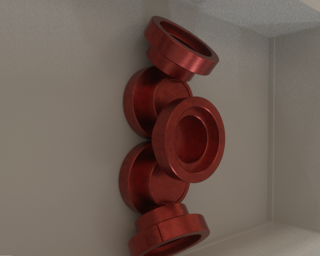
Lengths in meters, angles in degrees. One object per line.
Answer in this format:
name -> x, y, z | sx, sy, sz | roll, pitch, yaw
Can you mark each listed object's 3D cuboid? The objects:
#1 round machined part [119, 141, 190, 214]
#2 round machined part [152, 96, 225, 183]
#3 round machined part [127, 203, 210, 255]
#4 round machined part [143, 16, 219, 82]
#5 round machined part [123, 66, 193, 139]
round machined part -> 0.001, 0.065, 0.395 | 0.099, 0.042, 0.097 | 0, 90, -40
round machined part -> 0.029, 0.013, 0.364 | 0.099, 0.042, 0.097 | 0, 90, -40
round machined part -> 0.008, 0.126, 0.379 | 0.099, 0.098, 0.042 | 8, 47, -40
round machined part -> 0.022, -0.095, 0.390 | 0.099, 0.098, 0.042 | 9, 127, -40
round machined part -> 0.005, -0.032, 0.399 | 0.099, 0.042, 0.097 | 0, 90, -40
